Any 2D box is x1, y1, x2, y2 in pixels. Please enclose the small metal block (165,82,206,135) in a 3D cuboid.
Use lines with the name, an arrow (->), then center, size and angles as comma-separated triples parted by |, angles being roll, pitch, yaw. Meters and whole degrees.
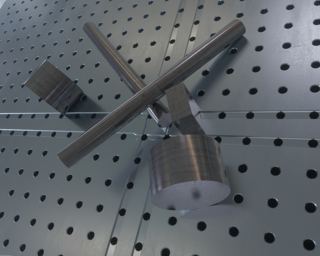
small metal block -> 0.032, -0.020, 0.388 | 0.025, 0.050, 0.050 | -22, 54, 15

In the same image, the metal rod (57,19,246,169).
metal rod -> -0.004, -0.051, 0.411 | 0.301, 0.025, 0.025 | -38, 50, -10

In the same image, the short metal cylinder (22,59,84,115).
short metal cylinder -> -0.172, -0.065, 0.503 | 0.080, 0.080, 0.050 | 32, 80, 38

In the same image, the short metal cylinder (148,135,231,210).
short metal cylinder -> 0.029, 0.049, 0.328 | 0.080, 0.080, 0.050 | -18, 55, 17

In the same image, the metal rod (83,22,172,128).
metal rod -> -0.064, -0.102, 0.504 | 0.025, 0.025, 0.300 | -39, 51, 1
